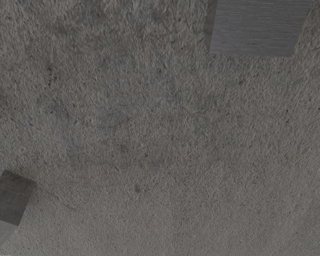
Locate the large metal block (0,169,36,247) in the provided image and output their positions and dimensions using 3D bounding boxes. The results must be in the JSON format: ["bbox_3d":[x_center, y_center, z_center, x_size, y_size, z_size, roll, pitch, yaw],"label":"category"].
[{"bbox_3d":[-0.243,0.125,0.475,0.050,0.080,0.080,31,124,-24],"label":"large metal block"}]

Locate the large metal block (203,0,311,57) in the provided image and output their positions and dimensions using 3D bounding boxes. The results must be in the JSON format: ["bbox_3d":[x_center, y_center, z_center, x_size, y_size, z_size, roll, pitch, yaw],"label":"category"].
[{"bbox_3d":[0.089,-0.116,0.292,0.081,0.050,0.079,2,130,-2],"label":"large metal block"}]
